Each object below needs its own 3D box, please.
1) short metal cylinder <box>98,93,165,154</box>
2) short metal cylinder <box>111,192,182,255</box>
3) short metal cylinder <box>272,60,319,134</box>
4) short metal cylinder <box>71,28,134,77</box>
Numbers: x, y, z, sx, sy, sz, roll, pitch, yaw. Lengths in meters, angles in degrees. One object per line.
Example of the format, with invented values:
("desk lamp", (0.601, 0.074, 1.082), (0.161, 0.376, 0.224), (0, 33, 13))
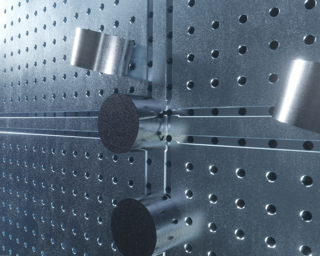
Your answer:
("short metal cylinder", (-0.040, -0.006, 0.426), (0.080, 0.050, 0.079), (0, 90, 40))
("short metal cylinder", (-0.019, 0.128, 0.409), (0.080, 0.050, 0.079), (0, 90, 40))
("short metal cylinder", (0.141, -0.022, 0.257), (0.080, 0.081, 0.050), (23, 105, 38))
("short metal cylinder", (-0.082, -0.107, 0.441), (0.080, 0.081, 0.050), (22, 104, 38))
